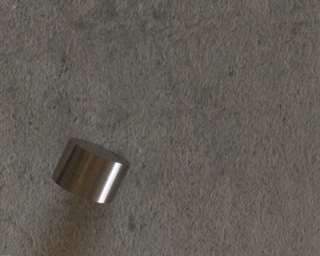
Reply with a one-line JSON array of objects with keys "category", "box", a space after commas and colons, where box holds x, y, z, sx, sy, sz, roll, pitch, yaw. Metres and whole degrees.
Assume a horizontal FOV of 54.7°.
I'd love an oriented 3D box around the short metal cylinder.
[{"category": "short metal cylinder", "box": [-0.084, 0.051, 0.381, 0.080, 0.080, 0.050, 25, 90, -1]}]
